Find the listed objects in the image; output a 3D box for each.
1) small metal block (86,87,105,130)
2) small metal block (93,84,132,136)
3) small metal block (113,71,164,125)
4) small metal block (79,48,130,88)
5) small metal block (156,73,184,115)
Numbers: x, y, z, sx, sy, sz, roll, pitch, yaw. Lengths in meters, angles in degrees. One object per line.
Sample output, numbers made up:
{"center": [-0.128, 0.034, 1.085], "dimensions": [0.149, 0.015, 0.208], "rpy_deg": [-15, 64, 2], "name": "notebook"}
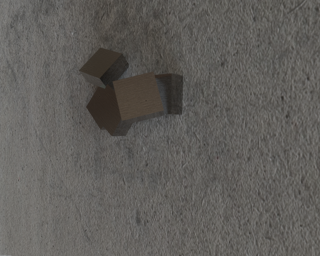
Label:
{"center": [-0.080, -0.032, 0.469], "dimensions": [0.050, 0.025, 0.050], "rpy_deg": [-52, 60, 27], "name": "small metal block"}
{"center": [-0.058, -0.024, 0.418], "dimensions": [0.050, 0.025, 0.050], "rpy_deg": [45, 117, 30], "name": "small metal block"}
{"center": [-0.026, -0.036, 0.377], "dimensions": [0.050, 0.025, 0.050], "rpy_deg": [-14, 78, -2], "name": "small metal block"}
{"center": [-0.082, -0.088, 0.457], "dimensions": [0.050, 0.025, 0.050], "rpy_deg": [24, 68, 37], "name": "small metal block"}
{"center": [0.002, -0.043, 0.403], "dimensions": [0.050, 0.025, 0.050], "rpy_deg": [3, 92, 39], "name": "small metal block"}
